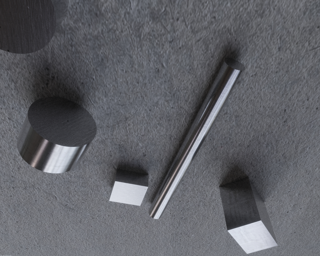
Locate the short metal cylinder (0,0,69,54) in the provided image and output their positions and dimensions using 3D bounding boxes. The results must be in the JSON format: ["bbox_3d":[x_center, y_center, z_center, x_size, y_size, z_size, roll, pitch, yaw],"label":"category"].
[{"bbox_3d":[-0.132,-0.117,0.289,0.081,0.050,0.079,0,130,0],"label":"short metal cylinder"}]

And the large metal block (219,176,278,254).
[{"bbox_3d":[0.139,0.138,0.491,0.050,0.080,0.080,-25,126,19],"label":"large metal block"}]

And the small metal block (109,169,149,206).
[{"bbox_3d":[-0.049,0.094,0.487,0.050,0.025,0.050,12,129,-11],"label":"small metal block"}]

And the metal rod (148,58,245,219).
[{"bbox_3d":[0.038,0.037,0.439,0.025,0.025,0.298,14,129,-12],"label":"metal rod"}]

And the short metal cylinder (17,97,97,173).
[{"bbox_3d":[-0.124,0.008,0.376,0.080,0.080,0.050,23,126,-19],"label":"short metal cylinder"}]
